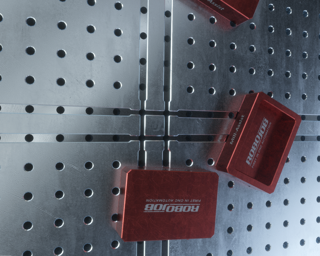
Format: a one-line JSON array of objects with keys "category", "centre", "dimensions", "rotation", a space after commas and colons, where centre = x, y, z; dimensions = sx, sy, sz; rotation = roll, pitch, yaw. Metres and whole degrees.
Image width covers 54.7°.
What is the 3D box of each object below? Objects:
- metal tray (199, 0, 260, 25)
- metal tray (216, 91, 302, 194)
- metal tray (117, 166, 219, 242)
[{"category": "metal tray", "centre": [0.088, -0.221, 0.443], "dimensions": [0.131, 0.030, 0.090], "rotation": [25, 82, -19]}, {"category": "metal tray", "centre": [0.151, 0.022, 0.467], "dimensions": [0.090, 0.030, 0.130], "rotation": [28, 81, -18]}, {"category": "metal tray", "centre": [0.012, 0.101, 0.416], "dimensions": [0.131, 0.030, 0.089], "rotation": [5, 88, -20]}]
